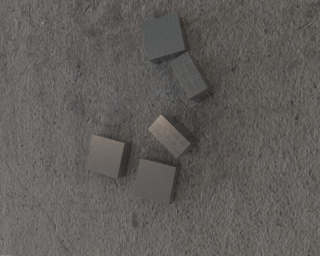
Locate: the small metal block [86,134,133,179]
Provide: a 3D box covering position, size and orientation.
[{"bbox_3d":[-0.071,0.039,0.434,0.050,0.025,0.050,14,95,19],"label":"small metal block"}]

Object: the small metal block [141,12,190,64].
[{"bbox_3d":[0.008,-0.117,0.406,0.050,0.025,0.050,-12,86,19],"label":"small metal block"}]

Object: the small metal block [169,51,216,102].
[{"bbox_3d":[0.041,-0.061,0.381,0.025,0.050,0.050,-30,80,18],"label":"small metal block"}]

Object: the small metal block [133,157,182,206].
[{"bbox_3d":[-0.003,0.069,0.410,0.050,0.025,0.050,12,94,19],"label":"small metal block"}]

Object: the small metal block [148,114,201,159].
[{"bbox_3d":[0.019,0.010,0.389,0.050,0.050,0.025,45,104,14],"label":"small metal block"}]
